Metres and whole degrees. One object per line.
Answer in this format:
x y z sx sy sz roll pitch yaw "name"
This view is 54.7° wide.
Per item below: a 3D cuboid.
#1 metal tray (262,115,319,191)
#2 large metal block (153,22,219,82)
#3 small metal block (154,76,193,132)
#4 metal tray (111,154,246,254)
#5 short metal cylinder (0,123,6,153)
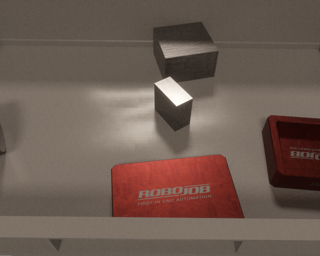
0.199 0.031 0.378 0.131 0.030 0.090 4 50 3 "metal tray"
0.038 -0.120 0.490 0.081 0.050 0.080 -10 51 -9 "large metal block"
0.017 -0.032 0.416 0.025 0.050 0.050 -27 55 -21 "small metal block"
0.015 0.079 0.336 0.131 0.030 0.090 -5 50 -5 "metal tray"
-0.225 -0.001 0.367 0.050 0.080 0.080 -19 53 -16 "short metal cylinder"
